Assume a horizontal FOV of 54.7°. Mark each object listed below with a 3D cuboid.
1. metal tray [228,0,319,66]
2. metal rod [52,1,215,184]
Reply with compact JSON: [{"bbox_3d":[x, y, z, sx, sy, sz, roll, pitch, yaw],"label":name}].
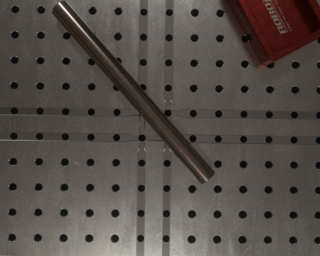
[{"bbox_3d":[0.152,-0.162,0.412,0.090,0.030,0.130,-28,90,-1],"label":"metal tray"},{"bbox_3d":[-0.035,-0.046,0.412,0.025,0.025,0.300,-41,91,0],"label":"metal rod"}]
